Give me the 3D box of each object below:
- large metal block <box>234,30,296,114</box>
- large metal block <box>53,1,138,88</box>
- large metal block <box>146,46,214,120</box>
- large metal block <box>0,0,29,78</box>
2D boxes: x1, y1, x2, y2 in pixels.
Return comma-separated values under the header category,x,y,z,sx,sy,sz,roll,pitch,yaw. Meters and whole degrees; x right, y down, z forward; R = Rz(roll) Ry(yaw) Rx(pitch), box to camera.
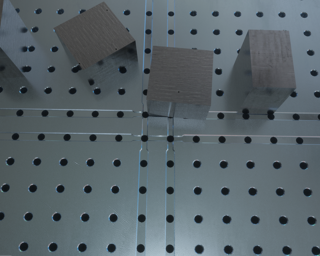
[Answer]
category,x,y,z,sx,sy,sz,roll,pitch,yaw
large metal block,0.134,-0.071,0.409,0.050,0.080,0.080,2,70,1
large metal block,-0.089,-0.118,0.441,0.080,0.050,0.080,-33,74,-11
large metal block,0.027,-0.060,0.421,0.080,0.050,0.080,5,70,2
large metal block,-0.224,-0.123,0.427,0.050,0.080,0.080,-4,70,-1
